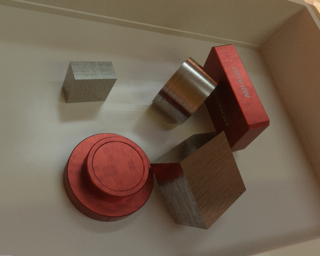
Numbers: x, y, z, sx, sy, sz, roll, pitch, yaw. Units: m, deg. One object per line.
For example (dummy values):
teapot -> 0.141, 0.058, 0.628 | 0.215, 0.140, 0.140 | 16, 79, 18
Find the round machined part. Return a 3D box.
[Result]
round machined part -> -0.051, 0.048, 0.339 | 0.099, 0.042, 0.098 | 14, 56, -21

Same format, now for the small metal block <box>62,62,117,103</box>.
small metal block -> -0.087, -0.055, 0.378 | 0.050, 0.050, 0.025 | -7, 66, -32

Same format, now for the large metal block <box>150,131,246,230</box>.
large metal block -> 0.047, 0.058, 0.363 | 0.081, 0.050, 0.080 | -30, 103, -38

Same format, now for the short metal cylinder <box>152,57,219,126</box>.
short metal cylinder -> 0.034, -0.049, 0.421 | 0.050, 0.080, 0.080 | 41, 51, -1

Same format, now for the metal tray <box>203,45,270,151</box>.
metal tray -> 0.098, -0.040, 0.440 | 0.030, 0.090, 0.130 | -12, 67, -14
